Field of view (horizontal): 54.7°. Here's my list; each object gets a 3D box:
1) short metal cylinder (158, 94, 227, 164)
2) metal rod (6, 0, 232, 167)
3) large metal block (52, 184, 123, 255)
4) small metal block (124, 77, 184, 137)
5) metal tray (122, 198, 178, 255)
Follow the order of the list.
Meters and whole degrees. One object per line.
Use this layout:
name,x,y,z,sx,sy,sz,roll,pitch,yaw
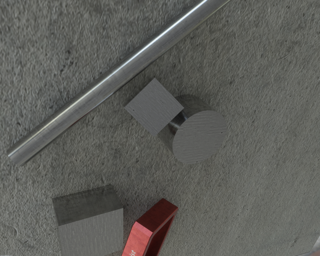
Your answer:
short metal cylinder,0.041,0.001,0.416,0.081,0.050,0.079,-14,125,-21
metal rod,-0.042,-0.062,0.346,0.301,0.025,0.025,-39,130,-2
large metal block,-0.097,0.132,0.421,0.081,0.050,0.079,-10,123,-23
small metal block,-0.008,-0.026,0.375,0.050,0.025,0.050,-45,103,2
metal tray,-0.023,0.182,0.476,0.091,0.030,0.129,-23,137,-60
